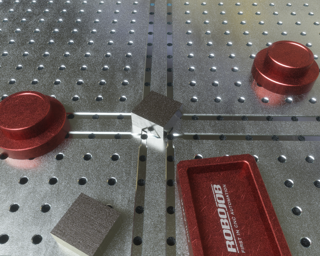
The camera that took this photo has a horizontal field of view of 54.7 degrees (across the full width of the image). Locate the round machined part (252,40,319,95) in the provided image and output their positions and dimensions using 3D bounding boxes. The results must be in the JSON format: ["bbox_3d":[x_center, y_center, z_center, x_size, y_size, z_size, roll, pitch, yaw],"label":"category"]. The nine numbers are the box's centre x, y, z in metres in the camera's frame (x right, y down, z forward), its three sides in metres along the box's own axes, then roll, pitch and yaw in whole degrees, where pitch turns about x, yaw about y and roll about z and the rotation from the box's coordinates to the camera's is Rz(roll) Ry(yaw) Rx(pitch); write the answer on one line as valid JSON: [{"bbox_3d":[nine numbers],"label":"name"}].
[{"bbox_3d":[0.197,-0.099,0.481,0.099,0.042,0.098,0,50,0],"label":"round machined part"}]

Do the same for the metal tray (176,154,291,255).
[{"bbox_3d":[0.071,0.092,0.327,0.091,0.030,0.130,-5,50,-5],"label":"metal tray"}]

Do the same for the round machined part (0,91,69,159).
[{"bbox_3d":[-0.173,-0.011,0.405,0.099,0.042,0.098,0,50,0],"label":"round machined part"}]

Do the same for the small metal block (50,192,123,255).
[{"bbox_3d":[-0.074,0.103,0.320,0.050,0.025,0.050,22,53,17],"label":"small metal block"}]

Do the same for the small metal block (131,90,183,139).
[{"bbox_3d":[-0.004,-0.019,0.423,0.050,0.025,0.050,26,55,20],"label":"small metal block"}]
